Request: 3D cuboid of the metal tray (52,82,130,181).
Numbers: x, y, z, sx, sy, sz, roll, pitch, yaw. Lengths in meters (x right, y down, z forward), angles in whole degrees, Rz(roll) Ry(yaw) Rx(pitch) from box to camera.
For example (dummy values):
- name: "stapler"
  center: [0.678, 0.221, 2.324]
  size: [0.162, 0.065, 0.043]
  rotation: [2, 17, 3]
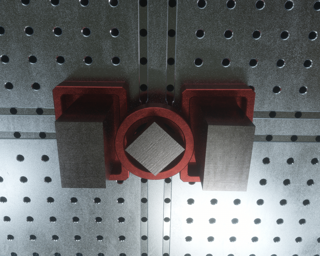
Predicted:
- name: "metal tray"
  center: [-0.086, 0.005, 0.411]
  size: [0.091, 0.030, 0.129]
  rotation: [1, 110, -1]

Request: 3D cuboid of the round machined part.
- name: "round machined part"
  center: [-0.007, 0.014, 0.400]
  size: [0.099, 0.042, 0.097]
  rotation: [0, 110, 0]

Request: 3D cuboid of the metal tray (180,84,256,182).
- name: "metal tray"
  center: [0.072, 0.008, 0.413]
  size: [0.091, 0.030, 0.129]
  rotation: [0, 110, 0]

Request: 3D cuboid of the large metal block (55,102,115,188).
- name: "large metal block"
  center: [-0.086, 0.017, 0.375]
  size: [0.050, 0.080, 0.079]
  rotation: [1, 110, 0]

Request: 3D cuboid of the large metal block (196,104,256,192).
- name: "large metal block"
  center: [0.075, 0.021, 0.378]
  size: [0.050, 0.080, 0.079]
  rotation: [1, 110, -1]

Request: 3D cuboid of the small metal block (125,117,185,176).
- name: "small metal block"
  center: [-0.006, 0.021, 0.378]
  size: [0.050, 0.025, 0.050]
  rotation: [43, 104, -14]
